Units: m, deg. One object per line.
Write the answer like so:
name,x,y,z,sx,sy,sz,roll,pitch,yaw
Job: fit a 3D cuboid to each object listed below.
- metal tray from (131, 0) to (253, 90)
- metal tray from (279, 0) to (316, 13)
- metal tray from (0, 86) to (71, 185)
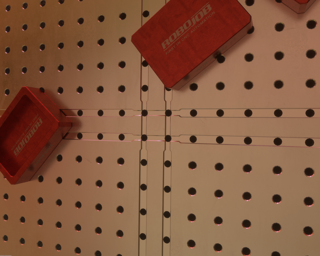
metal tray,0.039,-0.122,0.396,0.130,0.030,0.090,-39,78,15
metal tray,0.145,-0.209,0.358,0.130,0.030,0.090,44,103,14
metal tray,-0.209,0.012,0.481,0.090,0.030,0.130,44,103,14
